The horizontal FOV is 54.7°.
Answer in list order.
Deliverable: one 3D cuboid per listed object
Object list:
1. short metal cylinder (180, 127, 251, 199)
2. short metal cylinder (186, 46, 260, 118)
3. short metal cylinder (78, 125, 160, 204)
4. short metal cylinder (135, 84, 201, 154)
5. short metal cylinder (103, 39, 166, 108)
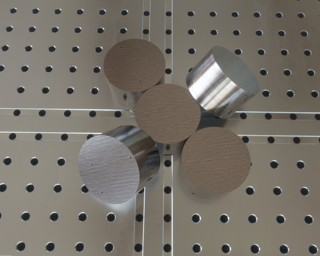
[{"bbox_3d":[0.065,0.044,0.383,0.081,0.050,0.080,0,70,0],"label":"short metal cylinder"},{"bbox_3d":[0.081,-0.059,0.399,0.080,0.050,0.080,26,40,-24],"label":"short metal cylinder"},{"bbox_3d":[-0.047,0.041,0.361,0.080,0.050,0.079,7,106,24],"label":"short metal cylinder"},{"bbox_3d":[0.010,-0.010,0.402,0.081,0.050,0.080,0,70,0],"label":"short metal cylinder"},{"bbox_3d":[-0.033,-0.074,0.425,0.081,0.050,0.080,0,70,0],"label":"short metal cylinder"}]
